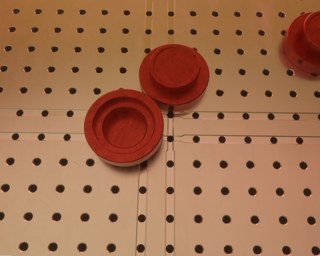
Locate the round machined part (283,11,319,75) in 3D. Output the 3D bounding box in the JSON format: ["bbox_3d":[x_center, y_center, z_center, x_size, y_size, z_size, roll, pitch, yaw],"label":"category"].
[{"bbox_3d":[0.236,-0.130,0.452,0.099,0.042,0.098,0,70,0],"label":"round machined part"}]

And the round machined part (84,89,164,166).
[{"bbox_3d":[-0.044,0.002,0.402,0.099,0.042,0.098,0,70,0],"label":"round machined part"}]

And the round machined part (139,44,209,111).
[{"bbox_3d":[0.020,-0.077,0.431,0.099,0.042,0.098,0,70,0],"label":"round machined part"}]
